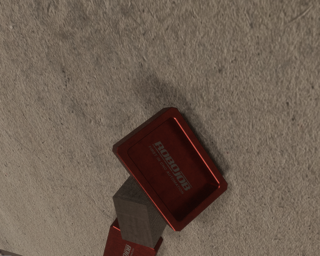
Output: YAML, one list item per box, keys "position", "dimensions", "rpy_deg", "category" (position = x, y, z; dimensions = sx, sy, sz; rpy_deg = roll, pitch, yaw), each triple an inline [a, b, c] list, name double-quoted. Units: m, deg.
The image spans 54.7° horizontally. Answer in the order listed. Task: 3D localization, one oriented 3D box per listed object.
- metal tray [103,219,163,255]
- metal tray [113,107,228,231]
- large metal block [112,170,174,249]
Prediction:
- position: [-0.054, 0.227, 0.571]
  dimensions: [0.090, 0.030, 0.129]
  rpy_deg: [26, 127, 11]
  category: "metal tray"
- position: [0.015, 0.050, 0.387]
  dimensions: [0.130, 0.090, 0.030]
  rpy_deg: [55, 165, -12]
  category: "metal tray"
- position: [-0.019, 0.109, 0.447]
  dimensions: [0.050, 0.080, 0.079]
  rpy_deg: [7, 122, 24]
  category: "large metal block"
